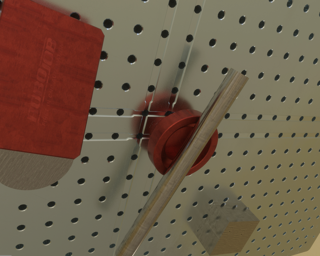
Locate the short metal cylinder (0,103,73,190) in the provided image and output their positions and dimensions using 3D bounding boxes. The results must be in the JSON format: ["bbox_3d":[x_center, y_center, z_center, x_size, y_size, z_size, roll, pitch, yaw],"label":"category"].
[{"bbox_3d":[-0.138,0.019,0.332,0.081,0.050,0.079,-14,125,-21],"label":"short metal cylinder"}]

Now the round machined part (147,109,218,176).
[{"bbox_3d":[0.028,0.017,0.428,0.099,0.042,0.097,-14,125,-21],"label":"round machined part"}]

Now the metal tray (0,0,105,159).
[{"bbox_3d":[-0.110,-0.042,0.285,0.091,0.030,0.129,14,83,-34],"label":"metal tray"}]

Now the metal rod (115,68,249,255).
[{"bbox_3d":[0.021,0.059,0.406,0.025,0.025,0.298,20,108,-36],"label":"metal rod"}]

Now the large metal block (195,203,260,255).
[{"bbox_3d":[0.127,0.189,0.584,0.081,0.050,0.079,10,114,-33],"label":"large metal block"}]
